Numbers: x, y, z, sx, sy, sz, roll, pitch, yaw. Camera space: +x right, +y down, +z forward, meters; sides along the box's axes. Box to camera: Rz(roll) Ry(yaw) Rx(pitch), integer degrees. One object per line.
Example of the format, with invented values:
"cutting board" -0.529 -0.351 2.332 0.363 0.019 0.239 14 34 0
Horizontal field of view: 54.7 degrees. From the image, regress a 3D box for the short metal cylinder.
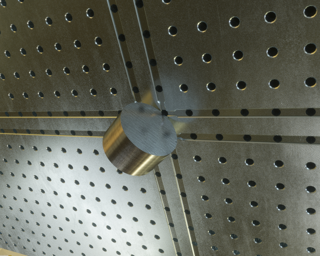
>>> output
"short metal cylinder" -0.026 0.014 0.395 0.080 0.080 0.050 42 129 -1
